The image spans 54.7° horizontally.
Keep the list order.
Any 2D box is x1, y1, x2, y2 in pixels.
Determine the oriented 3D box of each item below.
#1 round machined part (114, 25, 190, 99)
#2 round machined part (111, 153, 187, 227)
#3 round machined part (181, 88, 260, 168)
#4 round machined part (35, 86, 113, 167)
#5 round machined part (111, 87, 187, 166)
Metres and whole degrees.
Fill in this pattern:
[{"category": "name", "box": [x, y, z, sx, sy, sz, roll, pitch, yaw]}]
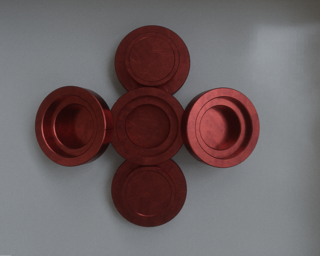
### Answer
[{"category": "round machined part", "box": [-0.010, -0.085, 0.401, 0.099, 0.042, 0.097, 0, 90, 0]}, {"category": "round machined part", "box": [-0.014, 0.080, 0.401, 0.099, 0.042, 0.097, 0, 90, 0]}, {"category": "round machined part", "box": [0.072, 0.000, 0.393, 0.099, 0.042, 0.097, 0, 90, -17]}, {"category": "round machined part", "box": [-0.103, -0.002, 0.392, 0.098, 0.042, 0.097, 0, 90, 17]}, {"category": "round machined part", "box": [-0.016, -0.002, 0.400, 0.099, 0.042, 0.097, 0, 90, 0]}]
